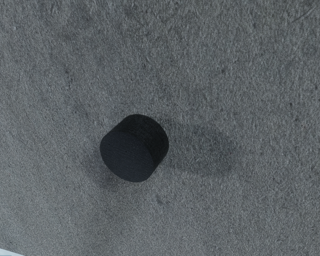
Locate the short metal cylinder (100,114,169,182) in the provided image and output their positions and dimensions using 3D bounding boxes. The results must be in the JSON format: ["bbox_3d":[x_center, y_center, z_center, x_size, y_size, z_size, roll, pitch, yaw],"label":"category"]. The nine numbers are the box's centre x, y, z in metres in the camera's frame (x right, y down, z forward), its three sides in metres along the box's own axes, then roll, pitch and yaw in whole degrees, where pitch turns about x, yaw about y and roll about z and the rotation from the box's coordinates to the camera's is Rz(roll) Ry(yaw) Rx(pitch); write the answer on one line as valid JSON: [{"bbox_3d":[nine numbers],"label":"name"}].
[{"bbox_3d":[-0.034,0.028,0.426,0.080,0.050,0.080,13,124,21],"label":"short metal cylinder"}]
